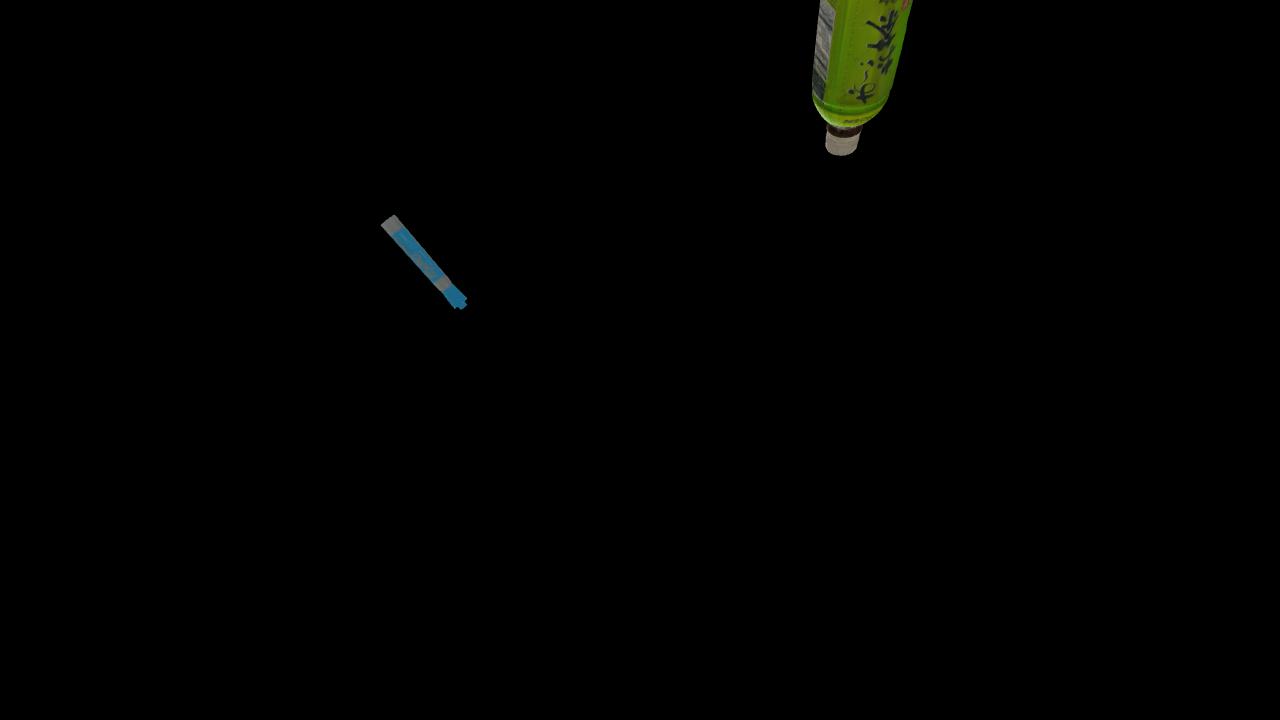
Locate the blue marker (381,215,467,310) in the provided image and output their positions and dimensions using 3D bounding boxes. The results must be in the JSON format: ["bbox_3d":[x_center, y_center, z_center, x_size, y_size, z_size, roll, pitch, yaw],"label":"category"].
[{"bbox_3d":[-0.233,-0.104,0.672,0.020,0.121,0.020,-32,22,14],"label":"blue marker"}]

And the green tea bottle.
[{"bbox_3d":[0.182,-0.264,0.515,0.073,0.073,0.212,0,-29,8],"label":"green tea bottle"}]
